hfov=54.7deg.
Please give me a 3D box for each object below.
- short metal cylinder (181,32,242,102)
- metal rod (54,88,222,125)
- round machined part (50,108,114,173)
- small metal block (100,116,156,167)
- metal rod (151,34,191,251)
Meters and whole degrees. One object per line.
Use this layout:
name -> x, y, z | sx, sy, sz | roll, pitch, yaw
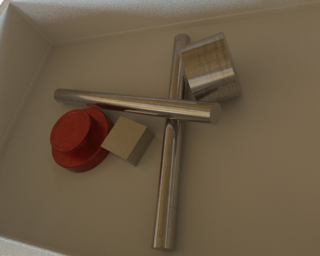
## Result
short metal cylinder -> 0.064, -0.070, 0.379 | 0.050, 0.080, 0.080 | -17, 55, 18
metal rod -> -0.054, -0.035, 0.432 | 0.300, 0.025, 0.025 | 10, 67, 39
round machined part -> -0.118, 0.011, 0.448 | 0.098, 0.042, 0.098 | -13, 56, 20
small metal block -> -0.043, 0.017, 0.416 | 0.050, 0.025, 0.050 | 22, 73, 35
metal rod -> 0.018, -0.003, 0.396 | 0.025, 0.025, 0.299 | -7, 58, 24
